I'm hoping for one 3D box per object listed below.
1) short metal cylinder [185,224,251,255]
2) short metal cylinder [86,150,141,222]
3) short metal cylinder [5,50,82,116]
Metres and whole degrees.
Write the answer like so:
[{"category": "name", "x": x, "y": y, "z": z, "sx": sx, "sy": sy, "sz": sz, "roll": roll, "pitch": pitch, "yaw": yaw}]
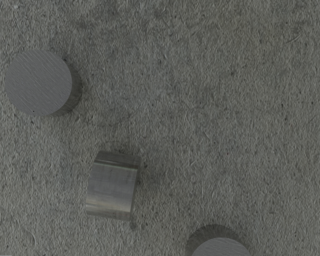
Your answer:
[{"category": "short metal cylinder", "x": 0.074, "y": 0.172, "z": 0.398, "sx": 0.081, "sy": 0.050, "sz": 0.080, "roll": 0, "pitch": 90, "yaw": 0}, {"category": "short metal cylinder", "x": -0.055, "y": 0.070, "z": 0.382, "sx": 0.050, "sy": 0.080, "sz": 0.080, "roll": 10, "pitch": 90, "yaw": 0}, {"category": "short metal cylinder", "x": -0.146, "y": -0.054, "z": 0.396, "sx": 0.081, "sy": 0.050, "sz": 0.080, "roll": 0, "pitch": 90, "yaw": 0}]
